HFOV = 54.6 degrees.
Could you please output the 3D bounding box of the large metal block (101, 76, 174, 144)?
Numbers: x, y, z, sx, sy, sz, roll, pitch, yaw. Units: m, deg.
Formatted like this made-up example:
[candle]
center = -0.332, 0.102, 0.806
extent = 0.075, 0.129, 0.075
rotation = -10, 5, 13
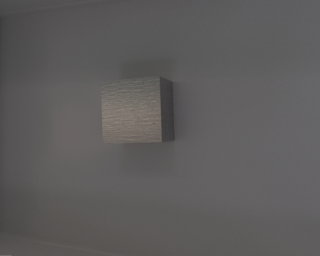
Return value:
[large metal block]
center = -0.028, -0.021, 0.408
extent = 0.080, 0.050, 0.080
rotation = -2, 89, 20
